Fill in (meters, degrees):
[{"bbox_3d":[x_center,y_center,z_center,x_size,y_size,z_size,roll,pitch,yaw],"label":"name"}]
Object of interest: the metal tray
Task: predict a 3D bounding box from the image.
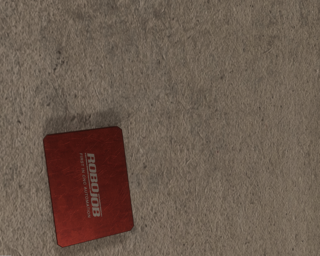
[{"bbox_3d":[-0.086,0.067,0.375,0.091,0.030,0.129,-8,93,-20],"label":"metal tray"}]
